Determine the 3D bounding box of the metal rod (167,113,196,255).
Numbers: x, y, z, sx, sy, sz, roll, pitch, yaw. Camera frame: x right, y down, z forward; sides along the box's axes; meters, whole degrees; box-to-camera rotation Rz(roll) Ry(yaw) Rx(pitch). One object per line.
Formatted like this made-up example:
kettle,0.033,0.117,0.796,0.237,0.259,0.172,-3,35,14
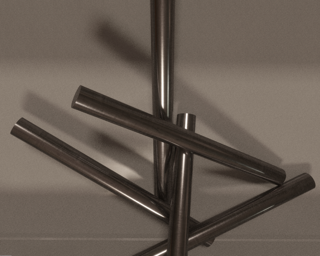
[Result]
metal rod,0.023,0.130,0.379,0.025,0.025,0.299,5,79,-2

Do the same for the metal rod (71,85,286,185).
metal rod,0.042,0.019,0.377,0.302,0.025,0.025,22,109,-25

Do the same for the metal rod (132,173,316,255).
metal rod,0.076,0.130,0.413,0.302,0.025,0.025,-22,110,-12

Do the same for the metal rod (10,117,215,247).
metal rod,-0.054,0.077,0.412,0.301,0.025,0.025,33,107,-10

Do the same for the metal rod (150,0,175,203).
metal rod,0.004,-0.013,0.379,0.025,0.025,0.298,-1,121,0
